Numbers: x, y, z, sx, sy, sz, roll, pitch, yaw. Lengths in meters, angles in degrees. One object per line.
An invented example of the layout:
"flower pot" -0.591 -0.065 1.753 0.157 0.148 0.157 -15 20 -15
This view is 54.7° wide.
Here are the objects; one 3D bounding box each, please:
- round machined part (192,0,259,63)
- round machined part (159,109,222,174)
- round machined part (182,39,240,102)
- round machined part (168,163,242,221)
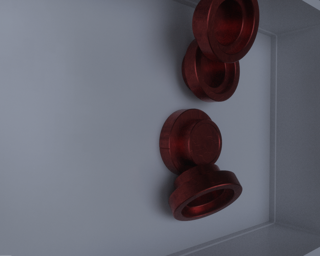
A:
"round machined part" 0.080 -0.135 0.397 0.099 0.042 0.097 -15 115 -35
"round machined part" 0.050 0.021 0.437 0.099 0.042 0.097 0 90 -40
"round machined part" 0.070 -0.086 0.454 0.099 0.042 0.097 0 90 -40
"round machined part" 0.057 0.084 0.420 0.099 0.098 0.042 12 42 -39
